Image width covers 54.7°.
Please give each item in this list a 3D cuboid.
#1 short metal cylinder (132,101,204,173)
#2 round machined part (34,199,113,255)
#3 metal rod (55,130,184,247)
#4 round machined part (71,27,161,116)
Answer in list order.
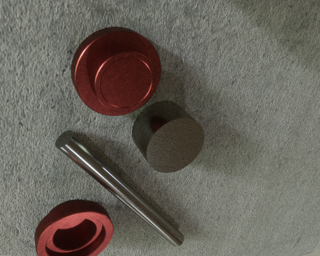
[{"bbox_3d":[0.010,0.011,0.403,0.081,0.050,0.079,-14,124,-21],"label":"short metal cylinder"},{"bbox_3d":[-0.116,0.136,0.416,0.099,0.042,0.097,-14,124,-21],"label":"round machined part"},{"bbox_3d":[-0.039,0.104,0.449,0.025,0.025,0.300,-39,130,-2],"label":"metal rod"},{"bbox_3d":[-0.043,-0.056,0.338,0.099,0.042,0.097,-14,124,-21],"label":"round machined part"}]
